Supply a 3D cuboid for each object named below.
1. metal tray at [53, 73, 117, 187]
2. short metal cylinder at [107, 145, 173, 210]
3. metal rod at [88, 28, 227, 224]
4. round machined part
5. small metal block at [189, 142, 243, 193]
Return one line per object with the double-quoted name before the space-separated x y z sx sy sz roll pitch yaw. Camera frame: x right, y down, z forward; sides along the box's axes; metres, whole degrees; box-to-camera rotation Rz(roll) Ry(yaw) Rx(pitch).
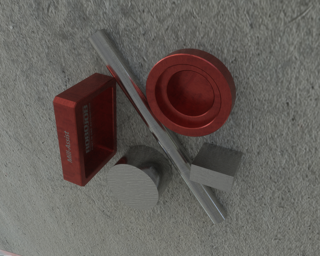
"metal tray" -0.094 0.002 0.416 0.030 0.090 0.129 17 125 18
"short metal cylinder" -0.028 0.071 0.449 0.080 0.050 0.079 13 124 20
"metal rod" 0.004 0.007 0.410 0.025 0.025 0.299 -24 106 36
"round machined part" 0.037 -0.042 0.351 0.098 0.042 0.097 13 124 20
"small metal block" 0.069 0.047 0.380 0.050 0.050 0.025 16 125 19
